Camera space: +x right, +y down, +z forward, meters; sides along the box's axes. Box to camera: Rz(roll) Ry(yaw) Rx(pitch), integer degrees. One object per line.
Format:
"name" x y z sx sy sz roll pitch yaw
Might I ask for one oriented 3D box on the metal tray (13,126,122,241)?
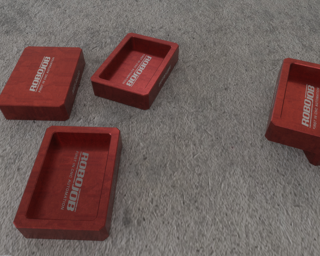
"metal tray" -0.096 0.057 0.351 0.091 0.030 0.130 2 50 1

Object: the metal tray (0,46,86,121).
"metal tray" -0.169 -0.069 0.457 0.091 0.030 0.130 2 50 1

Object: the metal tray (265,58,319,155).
"metal tray" 0.189 -0.030 0.386 0.090 0.030 0.130 16 52 13

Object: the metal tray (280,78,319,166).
"metal tray" 0.222 -0.016 0.415 0.091 0.030 0.130 -6 50 -5

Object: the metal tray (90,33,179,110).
"metal tray" -0.034 -0.092 0.476 0.090 0.030 0.130 17 52 14
